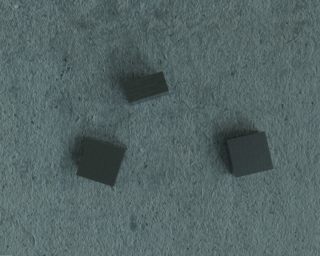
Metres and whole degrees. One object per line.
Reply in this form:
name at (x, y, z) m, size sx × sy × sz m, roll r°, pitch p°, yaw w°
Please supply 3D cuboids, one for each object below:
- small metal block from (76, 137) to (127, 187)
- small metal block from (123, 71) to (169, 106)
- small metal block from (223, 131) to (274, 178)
small metal block at (-0.076, 0.044, 0.409) m, size 0.050 × 0.025 × 0.050 m, roll 18°, pitch 90°, yaw 0°
small metal block at (-0.017, -0.049, 0.397) m, size 0.050 × 0.050 × 0.025 m, roll -17°, pitch 90°, yaw 0°
small metal block at (0.116, 0.034, 0.411) m, size 0.050 × 0.025 × 0.050 m, roll -13°, pitch 90°, yaw 0°
